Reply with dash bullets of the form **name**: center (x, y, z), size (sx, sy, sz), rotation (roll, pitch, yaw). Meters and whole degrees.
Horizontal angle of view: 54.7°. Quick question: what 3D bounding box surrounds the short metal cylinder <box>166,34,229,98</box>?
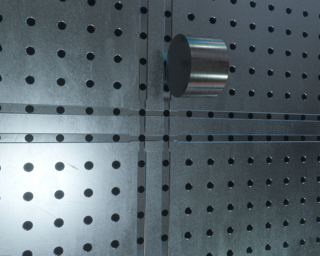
- **short metal cylinder**: center (0.046, -0.079, 0.401), size (0.050, 0.080, 0.079), rotation (-2, 91, -20)
